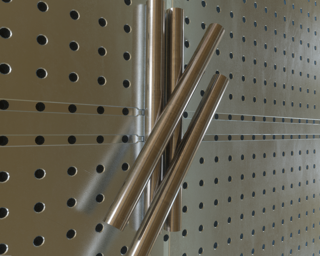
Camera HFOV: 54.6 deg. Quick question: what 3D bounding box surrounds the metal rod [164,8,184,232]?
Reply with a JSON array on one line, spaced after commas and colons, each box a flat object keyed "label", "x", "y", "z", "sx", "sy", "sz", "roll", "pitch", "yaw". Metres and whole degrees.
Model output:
[{"label": "metal rod", "x": 0.019, "y": -0.011, "z": 0.425, "sx": 0.025, "sy": 0.025, "sz": 0.298, "roll": 1, "pitch": 89, "yaw": -40}]

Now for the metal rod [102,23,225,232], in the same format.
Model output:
[{"label": "metal rod", "x": 0.015, "y": -0.017, "z": 0.389, "sx": 0.025, "sy": 0.025, "sz": 0.300, "roll": 42, "pitch": 65, "yaw": -32}]

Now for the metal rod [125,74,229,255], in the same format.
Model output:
[{"label": "metal rod", "x": 0.023, "y": 0.053, "z": 0.394, "sx": 0.025, "sy": 0.025, "sz": 0.300, "roll": 42, "pitch": 65, "yaw": -32}]

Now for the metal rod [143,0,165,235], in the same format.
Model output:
[{"label": "metal rod", "x": -0.008, "y": -0.014, "z": 0.402, "sx": 0.025, "sy": 0.025, "sz": 0.298, "roll": 1, "pitch": 89, "yaw": -40}]
